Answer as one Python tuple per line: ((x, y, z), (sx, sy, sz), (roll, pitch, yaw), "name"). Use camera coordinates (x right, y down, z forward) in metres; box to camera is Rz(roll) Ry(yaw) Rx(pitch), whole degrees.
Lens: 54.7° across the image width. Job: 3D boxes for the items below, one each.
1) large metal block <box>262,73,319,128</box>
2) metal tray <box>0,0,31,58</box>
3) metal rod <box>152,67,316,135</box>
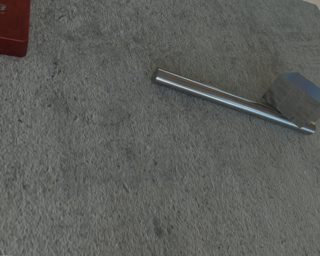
((0.236, -0.050, 0.526), (0.081, 0.050, 0.080), (-12, 51, -46), "large metal block")
((-0.225, -0.137, 0.363), (0.131, 0.030, 0.090), (5, 60, -26), "metal tray")
((0.130, -0.038, 0.499), (0.302, 0.025, 0.025), (16, 55, -20), "metal rod")
